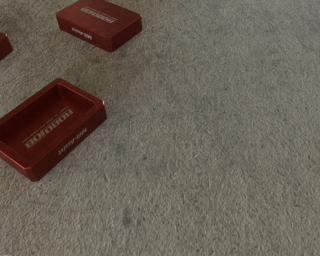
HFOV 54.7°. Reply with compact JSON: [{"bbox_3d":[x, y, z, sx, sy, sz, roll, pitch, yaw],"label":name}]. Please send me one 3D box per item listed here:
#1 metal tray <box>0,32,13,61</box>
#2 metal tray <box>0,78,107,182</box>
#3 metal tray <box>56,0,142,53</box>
[{"bbox_3d":[-0.326,-0.133,0.510,0.130,0.030,0.090,19,52,15],"label":"metal tray"},{"bbox_3d":[-0.145,-0.004,0.401,0.090,0.030,0.131,28,55,21],"label":"metal tray"},{"bbox_3d":[-0.109,-0.192,0.560,0.130,0.030,0.090,29,56,22],"label":"metal tray"}]
